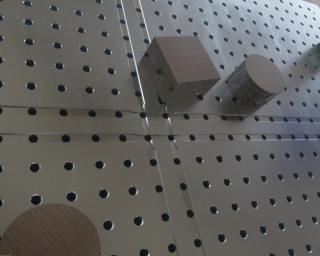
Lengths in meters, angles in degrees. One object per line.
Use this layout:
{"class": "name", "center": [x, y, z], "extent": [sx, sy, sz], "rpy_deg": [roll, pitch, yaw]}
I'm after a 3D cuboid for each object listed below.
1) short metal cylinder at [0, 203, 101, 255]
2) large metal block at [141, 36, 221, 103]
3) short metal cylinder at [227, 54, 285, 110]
{"class": "short metal cylinder", "center": [-0.098, 0.112, 0.271], "extent": [0.081, 0.050, 0.080], "rpy_deg": [14, 56, -21]}
{"class": "large metal block", "center": [0.031, -0.089, 0.463], "extent": [0.081, 0.050, 0.080], "rpy_deg": [-12, 68, -33]}
{"class": "short metal cylinder", "center": [0.163, -0.078, 0.527], "extent": [0.081, 0.050, 0.080], "rpy_deg": [14, 56, -21]}
